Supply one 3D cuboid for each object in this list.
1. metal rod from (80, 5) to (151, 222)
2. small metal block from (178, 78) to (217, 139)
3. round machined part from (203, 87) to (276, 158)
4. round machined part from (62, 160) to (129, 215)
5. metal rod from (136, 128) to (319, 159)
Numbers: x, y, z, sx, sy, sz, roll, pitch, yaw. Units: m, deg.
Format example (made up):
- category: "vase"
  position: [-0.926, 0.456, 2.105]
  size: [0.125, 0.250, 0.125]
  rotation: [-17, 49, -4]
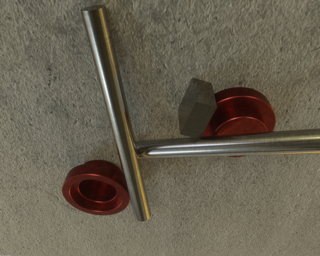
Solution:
- category: "metal rod"
  position: [-0.046, 0.006, 0.385]
  size: [0.025, 0.025, 0.298]
  rotation: [-6, 122, 5]
- category: "small metal block"
  position: [0.043, -0.024, 0.371]
  size: [0.025, 0.050, 0.050]
  rotation: [14, 129, -11]
- category: "round machined part"
  position: [0.098, 0.000, 0.397]
  size: [0.099, 0.042, 0.097]
  rotation: [0, 130, 0]
- category: "round machined part"
  position: [-0.091, 0.086, 0.465]
  size: [0.099, 0.042, 0.097]
  rotation: [3, 131, 3]
- category: "metal rod"
  position: [0.087, 0.019, 0.356]
  size: [0.300, 0.025, 0.025]
  rotation: [-5, 134, 32]
